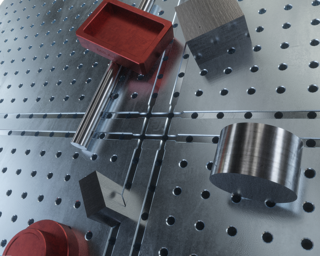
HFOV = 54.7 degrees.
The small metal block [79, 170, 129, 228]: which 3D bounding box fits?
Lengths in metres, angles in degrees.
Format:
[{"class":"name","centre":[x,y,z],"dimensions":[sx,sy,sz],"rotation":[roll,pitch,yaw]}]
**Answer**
[{"class":"small metal block","centre":[-0.068,0.086,0.373],"dimensions":[0.025,0.050,0.050],"rotation":[-32,52,7]}]

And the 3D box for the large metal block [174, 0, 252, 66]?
[{"class":"large metal block","centre":[0.074,-0.149,0.444],"dimensions":[0.080,0.050,0.080],"rotation":[-22,54,14]}]

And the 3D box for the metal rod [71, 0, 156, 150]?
[{"class":"metal rod","centre":[-0.069,-0.104,0.506],"dimensions":[0.025,0.025,0.300],"rotation":[7,65,31]}]

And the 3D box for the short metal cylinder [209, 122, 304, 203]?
[{"class":"short metal cylinder","centre":[0.093,0.036,0.302],"dimensions":[0.080,0.080,0.050],"rotation":[5,64,30]}]

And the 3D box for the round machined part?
[{"class":"round machined part","centre":[-0.152,0.160,0.377],"dimensions":[0.098,0.042,0.098],"rotation":[-13,56,20]}]

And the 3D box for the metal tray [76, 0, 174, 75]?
[{"class":"metal tray","centre":[-0.055,-0.149,0.493],"dimensions":[0.130,0.030,0.090],"rotation":[28,72,18]}]
